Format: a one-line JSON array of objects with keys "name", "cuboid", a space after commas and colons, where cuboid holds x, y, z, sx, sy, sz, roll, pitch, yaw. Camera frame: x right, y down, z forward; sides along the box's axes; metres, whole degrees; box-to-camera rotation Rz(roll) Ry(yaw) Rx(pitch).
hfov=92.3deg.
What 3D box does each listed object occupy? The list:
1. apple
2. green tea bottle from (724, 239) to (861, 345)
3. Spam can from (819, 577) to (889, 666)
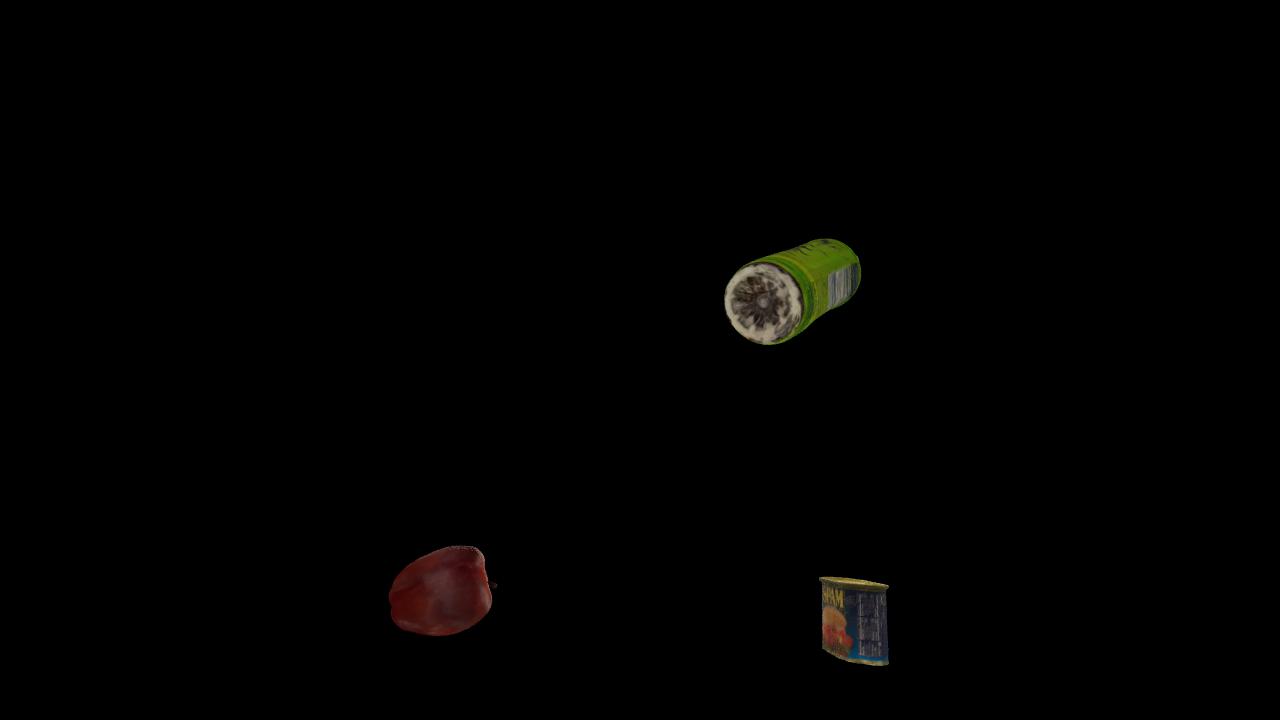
[{"name": "apple", "cuboid": [-0.179, 0.214, 0.564, 0.093, 0.079, 0.079, -9, 2, -13]}, {"name": "green tea bottle", "cuboid": [0.153, -0.070, 0.556, 0.073, 0.073, 0.212, 0, 14, 37]}, {"name": "Spam can", "cuboid": [0.253, 0.306, 0.729, 0.058, 0.085, 0.101, 4, -15, -2]}]
